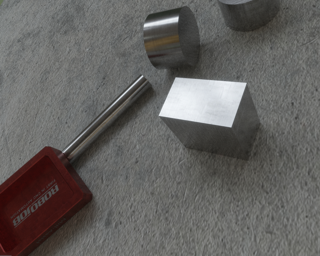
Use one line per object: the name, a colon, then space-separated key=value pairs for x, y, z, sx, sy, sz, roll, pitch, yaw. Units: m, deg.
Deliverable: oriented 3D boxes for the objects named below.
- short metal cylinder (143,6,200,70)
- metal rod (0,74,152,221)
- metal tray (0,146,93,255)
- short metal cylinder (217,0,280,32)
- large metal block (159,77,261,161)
short metal cylinder: x=0.019 y=-0.125 z=0.435 sx=0.050 sy=0.080 sz=0.080 roll=-2 pitch=61 yaw=27
metal rod: x=-0.127 y=0.035 z=0.448 sx=0.300 sy=0.025 sz=0.025 roll=-45 pitch=51 yaw=-3
metal tray: x=-0.166 y=0.099 z=0.407 sx=0.130 sy=0.030 sz=0.090 roll=-41 pitch=70 yaw=-2
short metal cylinder: x=0.123 y=-0.184 z=0.436 sx=0.080 sy=0.050 sz=0.080 roll=-13 pitch=56 yaw=21
large metal block: x=0.058 y=-0.010 z=0.344 sx=0.080 sy=0.080 sz=0.050 roll=10 pitch=67 yaw=32
